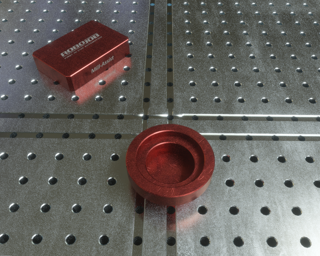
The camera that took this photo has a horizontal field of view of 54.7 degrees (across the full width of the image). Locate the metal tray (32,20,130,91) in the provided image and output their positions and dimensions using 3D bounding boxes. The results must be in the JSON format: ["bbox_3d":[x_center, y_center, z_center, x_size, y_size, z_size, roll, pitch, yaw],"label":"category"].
[{"bbox_3d":[-0.125,-0.123,0.506,0.090,0.030,0.131,33,57,24],"label":"metal tray"}]

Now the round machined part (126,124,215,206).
[{"bbox_3d":[0.011,0.045,0.358,0.099,0.042,0.098,0,50,0],"label":"round machined part"}]
